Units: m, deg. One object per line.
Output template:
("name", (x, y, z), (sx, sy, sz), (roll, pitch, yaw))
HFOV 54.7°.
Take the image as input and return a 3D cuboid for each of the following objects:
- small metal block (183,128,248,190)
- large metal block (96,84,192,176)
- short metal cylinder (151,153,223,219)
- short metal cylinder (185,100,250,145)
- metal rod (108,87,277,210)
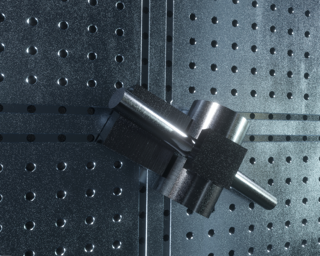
("small metal block", (0.062, 0.035, 0.348), (0.050, 0.025, 0.050), (29, 80, -9))
("large metal block", (-0.021, 0.003, 0.386), (0.080, 0.050, 0.080), (31, 80, -18))
("short metal cylinder", (0.036, 0.073, 0.393), (0.080, 0.080, 0.050), (31, 80, -18))
("short metal cylinder", (0.070, 0.004, 0.406), (0.080, 0.080, 0.050), (29, 81, -18))
("metal rod", (0.061, 0.041, 0.390), (0.301, 0.025, 0.025), (34, 79, -33))
